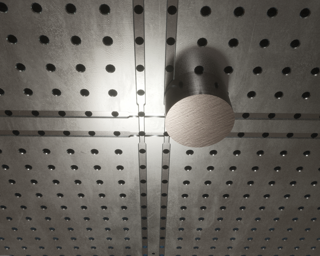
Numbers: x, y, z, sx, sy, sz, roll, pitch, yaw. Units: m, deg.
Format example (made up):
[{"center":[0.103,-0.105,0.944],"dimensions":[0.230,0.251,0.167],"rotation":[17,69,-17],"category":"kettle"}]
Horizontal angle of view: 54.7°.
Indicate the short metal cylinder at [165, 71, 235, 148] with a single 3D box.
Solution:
[{"center":[0.046,-0.022,0.377],"dimensions":[0.081,0.050,0.079],"rotation":[0,130,0],"category":"short metal cylinder"}]
